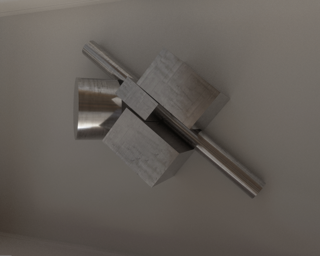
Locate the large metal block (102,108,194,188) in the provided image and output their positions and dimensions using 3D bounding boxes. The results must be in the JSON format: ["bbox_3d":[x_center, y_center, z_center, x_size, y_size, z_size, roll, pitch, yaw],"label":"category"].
[{"bbox_3d":[-0.010,0.021,0.383,0.080,0.080,0.050,41,103,15],"label":"large metal block"}]

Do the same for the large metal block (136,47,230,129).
[{"bbox_3d":[0.031,-0.043,0.369,0.080,0.080,0.050,42,103,15],"label":"large metal block"}]

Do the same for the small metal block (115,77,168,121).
[{"bbox_3d":[-0.019,-0.034,0.377,0.050,0.050,0.025,42,103,14],"label":"small metal block"}]

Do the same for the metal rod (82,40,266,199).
[{"bbox_3d":[0.008,-0.020,0.406,0.300,0.025,0.025,41,103,15],"label":"metal rod"}]

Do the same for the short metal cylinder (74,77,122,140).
[{"bbox_3d":[-0.083,-0.024,0.402,0.050,0.080,0.079,1,90,-20],"label":"short metal cylinder"}]
